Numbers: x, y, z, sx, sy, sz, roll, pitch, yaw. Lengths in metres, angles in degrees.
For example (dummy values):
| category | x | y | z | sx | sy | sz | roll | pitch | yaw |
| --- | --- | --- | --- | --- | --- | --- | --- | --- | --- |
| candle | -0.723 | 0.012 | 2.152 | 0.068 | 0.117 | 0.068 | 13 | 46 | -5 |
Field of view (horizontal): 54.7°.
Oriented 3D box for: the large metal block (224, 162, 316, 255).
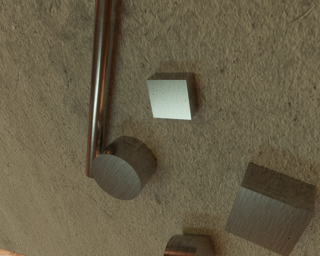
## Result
| category | x | y | z | sx | sy | sz | roll | pitch | yaw |
| --- | --- | --- | --- | --- | --- | --- | --- | --- | --- |
| large metal block | 0.133 | 0.100 | 0.382 | 0.080 | 0.050 | 0.079 | 20 | 126 | 16 |

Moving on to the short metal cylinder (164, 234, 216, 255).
| category | x | y | z | sx | sy | sz | roll | pitch | yaw |
| --- | --- | --- | --- | --- | --- | --- | --- | --- | --- |
| short metal cylinder | 0.047 | 0.206 | 0.474 | 0.050 | 0.080 | 0.080 | -8 | 115 | 31 |

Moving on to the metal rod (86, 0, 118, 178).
| category | x | y | z | sx | sy | sz | roll | pitch | yaw |
| --- | --- | --- | --- | --- | --- | --- | --- | --- | --- |
| metal rod | -0.083 | -0.044 | 0.423 | 0.025 | 0.025 | 0.298 | 23 | 127 | 14 |

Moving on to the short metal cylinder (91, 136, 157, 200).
| category | x | y | z | sx | sy | sz | roll | pitch | yaw |
| --- | --- | --- | --- | --- | --- | --- | --- | --- | --- |
| short metal cylinder | -0.052 | 0.058 | 0.454 | 0.080 | 0.050 | 0.079 | 13 | 124 | 21 |

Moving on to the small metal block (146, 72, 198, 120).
| category | x | y | z | sx | sy | sz | roll | pitch | yaw |
| --- | --- | --- | --- | --- | --- | --- | --- | --- | --- |
| small metal block | 0.016 | -0.039 | 0.375 | 0.050 | 0.025 | 0.050 | 4 | 120 | 26 |
